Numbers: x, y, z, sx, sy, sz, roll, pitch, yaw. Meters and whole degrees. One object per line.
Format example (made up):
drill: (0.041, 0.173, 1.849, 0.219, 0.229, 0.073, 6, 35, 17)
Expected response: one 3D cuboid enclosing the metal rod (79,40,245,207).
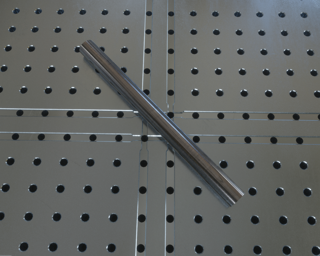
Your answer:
metal rod: (-0.006, -0.015, 0.418, 0.025, 0.025, 0.300, -41, 75, -13)
